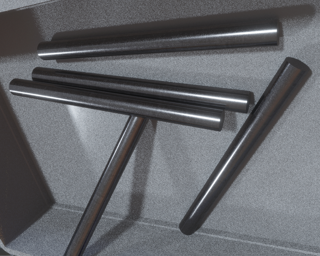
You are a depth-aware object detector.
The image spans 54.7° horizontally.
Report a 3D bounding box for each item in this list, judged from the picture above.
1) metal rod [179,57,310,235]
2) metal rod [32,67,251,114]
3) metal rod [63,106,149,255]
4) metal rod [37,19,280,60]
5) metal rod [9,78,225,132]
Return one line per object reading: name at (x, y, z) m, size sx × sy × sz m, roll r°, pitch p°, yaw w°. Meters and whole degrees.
metal rod at (0.087, 0.047, 0.390) m, size 0.025 × 0.025 × 0.298 m, roll 30°, pitch 128°, yaw 9°
metal rod at (-0.040, -0.052, 0.395) m, size 0.301 × 0.025 × 0.025 m, roll 10°, pitch 123°, yaw 22°
metal rod at (-0.084, 0.101, 0.433) m, size 0.025 × 0.025 × 0.298 m, roll 29°, pitch 102°, yaw 10°
metal rod at (-0.023, -0.098, 0.358) m, size 0.301 × 0.025 × 0.025 m, roll 3°, pitch 120°, yaw 26°
metal rod at (-0.070, -0.034, 0.394) m, size 0.301 × 0.025 × 0.025 m, roll 11°, pitch 123°, yaw 21°
